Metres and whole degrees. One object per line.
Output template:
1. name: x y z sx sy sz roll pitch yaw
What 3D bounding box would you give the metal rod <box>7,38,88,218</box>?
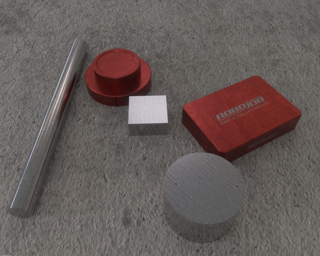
1. metal rod: -0.141 -0.025 0.423 0.025 0.025 0.300 2 50 2

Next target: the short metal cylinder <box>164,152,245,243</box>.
1. short metal cylinder: 0.044 0.073 0.326 0.081 0.050 0.080 0 50 0

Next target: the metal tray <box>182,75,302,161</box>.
1. metal tray: 0.107 -0.014 0.413 0.131 0.030 0.090 -23 54 -19

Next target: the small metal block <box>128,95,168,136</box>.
1. small metal block: -0.016 -0.017 0.417 0.050 0.025 0.050 -2 50 -2

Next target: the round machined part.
1. round machined part: -0.062 -0.081 0.460 0.099 0.042 0.098 0 50 0
